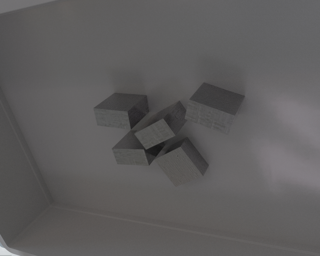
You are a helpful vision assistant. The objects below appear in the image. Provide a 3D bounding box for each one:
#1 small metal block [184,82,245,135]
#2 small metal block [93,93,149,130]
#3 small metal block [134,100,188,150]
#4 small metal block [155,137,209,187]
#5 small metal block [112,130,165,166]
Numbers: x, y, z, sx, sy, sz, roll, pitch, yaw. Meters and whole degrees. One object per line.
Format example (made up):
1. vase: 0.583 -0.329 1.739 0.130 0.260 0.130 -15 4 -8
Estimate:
1. small metal block: 0.062 -0.023 0.346 0.050 0.050 0.025 21 126 15
2. small metal block: -0.049 -0.023 0.404 0.050 0.050 0.025 7 121 25
3. small metal block: 0.004 -0.004 0.388 0.050 0.050 0.025 -27 103 37
4. small metal block: 0.029 0.047 0.422 0.050 0.025 0.050 -30 102 38
5. small metal block: -0.029 0.026 0.424 0.050 0.050 0.025 -1 118 29
